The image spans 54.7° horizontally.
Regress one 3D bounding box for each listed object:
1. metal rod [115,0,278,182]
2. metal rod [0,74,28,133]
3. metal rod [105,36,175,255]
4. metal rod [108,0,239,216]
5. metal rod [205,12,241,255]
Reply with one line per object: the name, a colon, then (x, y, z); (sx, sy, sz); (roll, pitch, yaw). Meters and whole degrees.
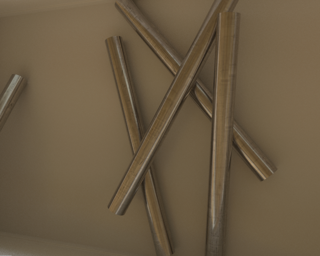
metal rod: (0.038, -0.060, 0.396); (0.025, 0.025, 0.300); (-41, 77, 15)
metal rod: (-0.269, 0.054, 0.440); (0.025, 0.025, 0.300); (12, 69, 19)
metal rod: (-0.028, 0.021, 0.420); (0.025, 0.025, 0.298); (-16, 85, 19)
metal rod: (0.012, -0.024, 0.378); (0.025, 0.025, 0.299); (31, 100, 17)
metal rod: (0.071, 0.023, 0.361); (0.025, 0.025, 0.298); (5, 101, 20)
